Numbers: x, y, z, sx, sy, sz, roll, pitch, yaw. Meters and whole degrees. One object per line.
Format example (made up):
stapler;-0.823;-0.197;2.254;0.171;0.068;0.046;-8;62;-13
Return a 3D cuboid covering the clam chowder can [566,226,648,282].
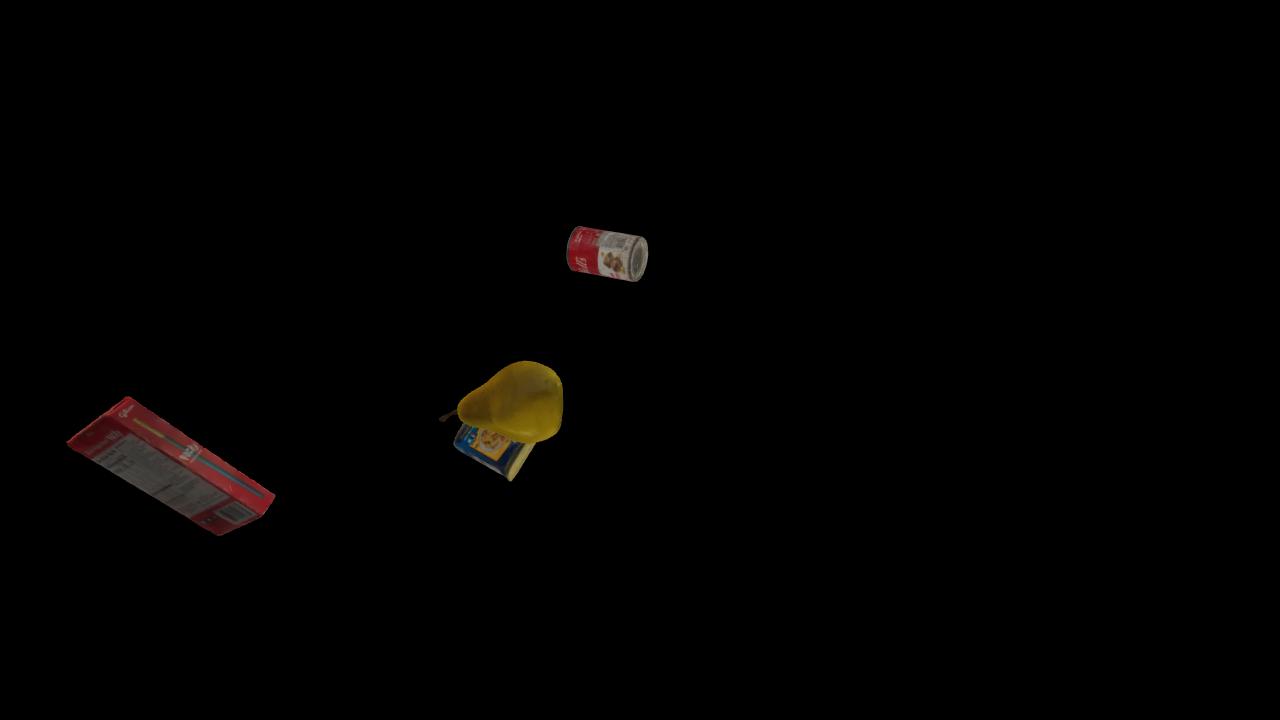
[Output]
clam chowder can;-0.047;-0.155;0.897;0.102;0.068;0.068;13;4;19

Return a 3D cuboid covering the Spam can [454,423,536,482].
Spam can;-0.179;0.092;0.800;0.085;0.101;0.058;28;-23;6

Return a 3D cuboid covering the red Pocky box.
red Pocky box;-0.430;0.103;0.571;0.083;0.155;0.028;-23;33;26

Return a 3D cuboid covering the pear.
pear;-0.126;0.039;0.559;0.111;0.080;0.080;0;0;-11
